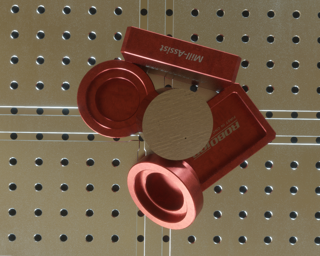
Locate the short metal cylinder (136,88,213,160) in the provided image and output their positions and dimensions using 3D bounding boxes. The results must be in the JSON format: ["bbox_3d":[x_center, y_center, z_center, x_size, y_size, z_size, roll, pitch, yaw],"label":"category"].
[{"bbox_3d":[0.015,-0.007,0.364,0.081,0.050,0.079,-2,99,-12],"label":"short metal cylinder"}]

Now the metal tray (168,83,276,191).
[{"bbox_3d":[0.073,0.013,0.411,0.130,0.030,0.090,-36,90,-1],"label":"metal tray"}]

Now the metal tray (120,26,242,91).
[{"bbox_3d":[0.023,-0.081,0.381,0.131,0.090,0.030,15,90,-1],"label":"metal tray"}]

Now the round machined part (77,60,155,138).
[{"bbox_3d":[-0.054,-0.036,0.404,0.099,0.042,0.097,0,90,-1],"label":"round machined part"}]

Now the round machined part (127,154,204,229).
[{"bbox_3d":[0.011,0.074,0.388,0.098,0.042,0.097,18,125,28],"label":"round machined part"}]
